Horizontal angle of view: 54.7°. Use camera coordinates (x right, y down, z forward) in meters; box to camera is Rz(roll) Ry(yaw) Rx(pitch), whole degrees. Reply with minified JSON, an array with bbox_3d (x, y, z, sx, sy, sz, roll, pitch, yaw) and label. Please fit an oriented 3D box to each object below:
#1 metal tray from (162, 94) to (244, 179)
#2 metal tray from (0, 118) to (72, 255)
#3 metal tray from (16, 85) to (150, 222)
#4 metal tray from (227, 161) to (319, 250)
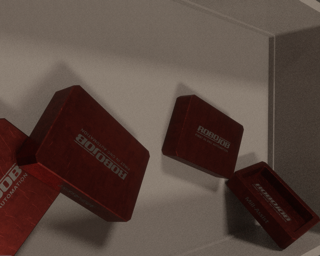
[{"bbox_3d":[0.069,0.017,0.464,0.131,0.030,0.090,27,73,-37],"label":"metal tray"},{"bbox_3d":[-0.154,0.066,0.275,0.090,0.030,0.130,47,62,-30],"label":"metal tray"},{"bbox_3d":[-0.068,0.031,0.322,0.130,0.030,0.090,47,45,-37],"label":"metal tray"},{"bbox_3d":[0.183,0.119,0.504,0.091,0.130,0.030,-11,140,-40],"label":"metal tray"}]
